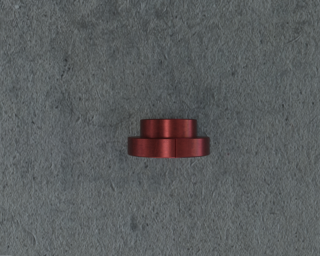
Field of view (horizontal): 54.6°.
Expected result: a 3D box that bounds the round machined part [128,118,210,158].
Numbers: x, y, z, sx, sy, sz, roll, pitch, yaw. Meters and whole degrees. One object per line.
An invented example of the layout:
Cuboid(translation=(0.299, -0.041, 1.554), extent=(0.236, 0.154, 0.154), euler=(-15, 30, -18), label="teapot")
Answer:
Cuboid(translation=(0.010, 0.010, 0.373), extent=(0.099, 0.098, 0.042), euler=(0, 90, 0), label="round machined part")
